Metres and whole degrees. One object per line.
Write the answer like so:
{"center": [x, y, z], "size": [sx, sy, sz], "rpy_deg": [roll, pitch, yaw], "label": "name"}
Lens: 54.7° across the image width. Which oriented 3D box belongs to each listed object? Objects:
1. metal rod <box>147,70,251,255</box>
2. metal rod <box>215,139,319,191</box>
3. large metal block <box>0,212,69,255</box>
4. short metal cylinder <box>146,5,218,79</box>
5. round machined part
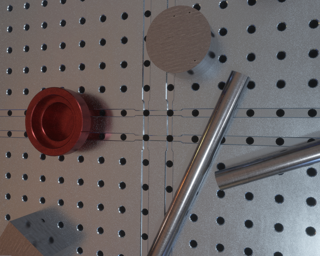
{"center": [0.040, 0.070, 0.398], "size": [0.025, 0.025, 0.298], "rpy_deg": [26, 98, 18], "label": "metal rod"}
{"center": [0.206, 0.016, 0.339], "size": [0.300, 0.025, 0.025], "rpy_deg": [-21, 83, 18], "label": "metal rod"}
{"center": [-0.201, 0.191, 0.470], "size": [0.080, 0.050, 0.080], "rpy_deg": [36, 102, 16], "label": "large metal block"}
{"center": [0.029, -0.105, 0.389], "size": [0.080, 0.050, 0.080], "rpy_deg": [0, 90, 20], "label": "short metal cylinder"}
{"center": [-0.143, -0.009, 0.454], "size": [0.098, 0.042, 0.097], "rpy_deg": [0, 90, 20], "label": "round machined part"}
